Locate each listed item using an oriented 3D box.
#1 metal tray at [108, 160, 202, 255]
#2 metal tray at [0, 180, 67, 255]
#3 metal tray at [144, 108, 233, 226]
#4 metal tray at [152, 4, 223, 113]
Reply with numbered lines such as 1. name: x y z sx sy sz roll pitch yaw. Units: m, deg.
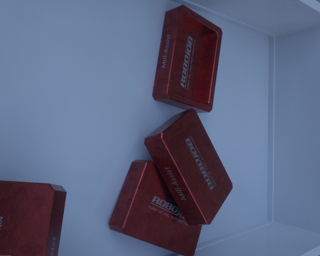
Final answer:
1. metal tray: 0.005 0.108 0.406 0.130 0.030 0.090 35 65 -35
2. metal tray: -0.132 0.108 0.246 0.091 0.030 0.129 3 75 3
3. metal tray: 0.042 0.049 0.409 0.091 0.030 0.130 -38 104 -49
4. metal tray: 0.042 -0.094 0.440 0.091 0.030 0.129 15 81 -39
